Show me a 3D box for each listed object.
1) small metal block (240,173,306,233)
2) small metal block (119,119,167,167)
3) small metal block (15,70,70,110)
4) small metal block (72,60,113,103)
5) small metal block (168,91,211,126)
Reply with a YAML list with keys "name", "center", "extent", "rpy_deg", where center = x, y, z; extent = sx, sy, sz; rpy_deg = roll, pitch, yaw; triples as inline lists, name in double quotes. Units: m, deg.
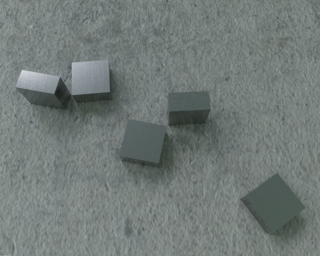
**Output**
- name: "small metal block"
  center: [0.136, 0.091, 0.376]
  extent: [0.050, 0.025, 0.050]
  rpy_deg: [-33, 74, -12]
- name: "small metal block"
  center: [-0.021, 0.020, 0.401]
  extent: [0.050, 0.025, 0.050]
  rpy_deg: [11, 70, 3]
- name: "small metal block"
  center: [-0.153, -0.049, 0.411]
  extent: [0.050, 0.050, 0.025]
  rpy_deg: [10, 71, 3]
- name: "small metal block"
  center: [-0.094, -0.065, 0.431]
  extent: [0.050, 0.025, 0.050]
  rpy_deg: [-5, 70, -2]
- name: "small metal block"
  center: [0.036, -0.025, 0.404]
  extent: [0.050, 0.050, 0.025]
  rpy_deg: [-3, 70, -2]
